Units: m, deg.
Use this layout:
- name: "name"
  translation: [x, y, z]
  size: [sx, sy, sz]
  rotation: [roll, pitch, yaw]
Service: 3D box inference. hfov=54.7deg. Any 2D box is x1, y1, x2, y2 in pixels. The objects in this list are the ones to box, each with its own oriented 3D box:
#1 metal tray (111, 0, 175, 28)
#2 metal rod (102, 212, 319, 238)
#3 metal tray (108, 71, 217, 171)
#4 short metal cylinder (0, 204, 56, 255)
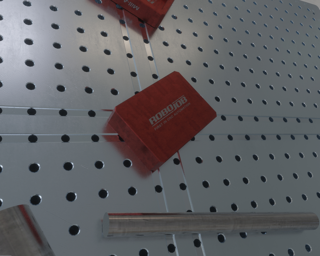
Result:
- name: "metal tray"
  translation: [-0.041, -0.238, 0.528]
  size: [0.130, 0.030, 0.090]
  rotation: [30, 52, -9]
- name: "metal rod"
  translation: [0.081, 0.116, 0.380]
  size: [0.302, 0.025, 0.025]
  rotation: [7, 59, -25]
- name: "metal tray"
  translation: [0.008, -0.015, 0.418]
  size: [0.090, 0.030, 0.131]
  rotation: [48, 51, 5]
- name: "short metal cylinder"
  translation: [-0.130, 0.103, 0.240]
  size: [0.081, 0.080, 0.050]
  rotation: [-25, 76, -37]
